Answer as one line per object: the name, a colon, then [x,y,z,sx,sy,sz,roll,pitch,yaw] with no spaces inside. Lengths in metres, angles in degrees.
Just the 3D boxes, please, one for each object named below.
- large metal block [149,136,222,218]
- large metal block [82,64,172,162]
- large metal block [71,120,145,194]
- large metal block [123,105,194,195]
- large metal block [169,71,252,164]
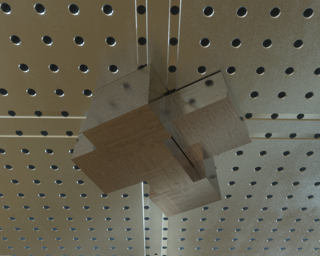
large metal block: [0.033,0.066,0.432,0.080,0.080,0.050,-23,126,17]
large metal block: [-0.035,-0.018,0.359,0.080,0.080,0.050,-22,126,18]
large metal block: [-0.060,0.038,0.428,0.080,0.050,0.080,-21,127,17]
large metal block: [0.000,0.024,0.395,0.050,0.080,0.080,-23,127,18]
large metal block: [0.057,-0.010,0.386,0.080,0.050,0.080,-23,129,18]
